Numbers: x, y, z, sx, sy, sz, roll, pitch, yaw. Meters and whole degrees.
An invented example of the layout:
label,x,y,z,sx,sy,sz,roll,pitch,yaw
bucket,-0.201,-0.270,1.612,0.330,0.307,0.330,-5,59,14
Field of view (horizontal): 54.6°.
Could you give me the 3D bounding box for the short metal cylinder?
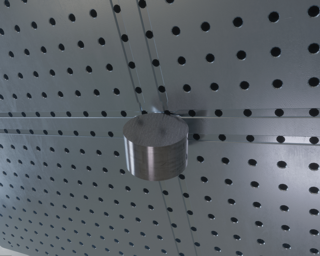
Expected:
label,x,y,z,sx,sy,sz,roll,pitch,yaw
short metal cylinder,-0.005,0.022,0.392,0.080,0.080,0.050,12,124,21
